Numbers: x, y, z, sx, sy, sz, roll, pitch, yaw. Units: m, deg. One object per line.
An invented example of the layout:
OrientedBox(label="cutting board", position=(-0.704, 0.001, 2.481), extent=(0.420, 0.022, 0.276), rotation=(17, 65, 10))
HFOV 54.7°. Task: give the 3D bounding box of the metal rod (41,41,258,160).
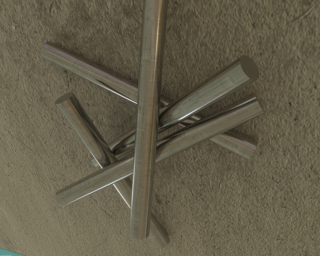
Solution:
OrientedBox(label="metal rod", position=(-0.022, -0.040, 0.393), extent=(0.301, 0.025, 0.025), rotation=(27, 128, 11))

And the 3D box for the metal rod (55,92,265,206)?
OrientedBox(label="metal rod", position=(-0.018, 0.037, 0.384), extent=(0.300, 0.025, 0.025), rotation=(-27, 104, 23))

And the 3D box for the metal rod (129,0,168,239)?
OrientedBox(label="metal rod", position=(-0.013, -0.017, 0.343), extent=(0.025, 0.025, 0.298), rotation=(10, 104, 23))

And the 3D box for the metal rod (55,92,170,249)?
OrientedBox(label="metal rod", position=(-0.056, 0.078, 0.450), extent=(0.025, 0.025, 0.299), rotation=(-7, 126, 31))

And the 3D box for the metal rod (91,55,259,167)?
OrientedBox(label="metal rod", position=(-0.009, -0.001, 0.381), extent=(0.025, 0.025, 0.299), rotation=(51, 138, -8))
